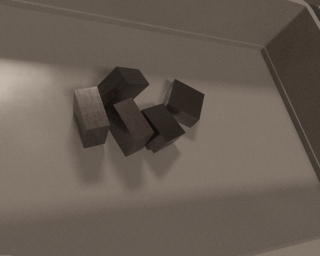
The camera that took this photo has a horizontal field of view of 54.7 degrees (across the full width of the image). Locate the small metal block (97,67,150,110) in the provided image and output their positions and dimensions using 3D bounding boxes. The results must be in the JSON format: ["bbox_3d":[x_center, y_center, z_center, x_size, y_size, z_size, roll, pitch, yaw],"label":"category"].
[{"bbox_3d":[-0.049,-0.048,0.383,0.025,0.050,0.050,56,25,11],"label":"small metal block"}]

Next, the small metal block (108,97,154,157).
[{"bbox_3d":[-0.037,0.000,0.369,0.025,0.050,0.050,-26,76,-29],"label":"small metal block"}]

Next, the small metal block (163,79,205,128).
[{"bbox_3d":[0.033,-0.035,0.447,0.050,0.025,0.050,26,52,-13],"label":"small metal block"}]

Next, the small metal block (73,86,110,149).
[{"bbox_3d":[-0.079,-0.011,0.352,0.025,0.050,0.050,-13,69,-22],"label":"small metal block"}]

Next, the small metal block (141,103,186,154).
[{"bbox_3d":[-0.002,-0.001,0.397,0.050,0.025,0.050,53,33,9],"label":"small metal block"}]
